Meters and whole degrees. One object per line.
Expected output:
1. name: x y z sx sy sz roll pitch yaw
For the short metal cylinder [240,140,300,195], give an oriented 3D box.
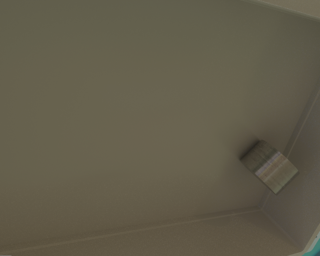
1. short metal cylinder: 0.180 0.065 0.511 0.050 0.080 0.080 -46 129 4
